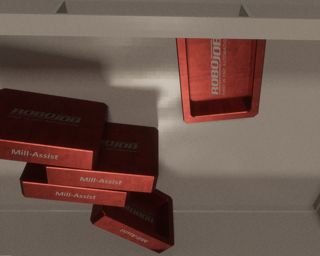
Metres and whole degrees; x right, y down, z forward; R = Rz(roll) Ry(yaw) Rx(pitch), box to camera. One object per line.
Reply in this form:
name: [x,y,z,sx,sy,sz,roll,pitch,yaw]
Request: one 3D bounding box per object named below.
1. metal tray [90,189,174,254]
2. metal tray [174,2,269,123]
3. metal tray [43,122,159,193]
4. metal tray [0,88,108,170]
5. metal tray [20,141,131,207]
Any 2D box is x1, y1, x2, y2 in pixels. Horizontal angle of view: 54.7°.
metal tray: [-0.037,0.123,0.470,0.130,0.090,0.030,34,122,-26]
metal tray: [0.067,-0.067,0.349,0.091,0.030,0.129,-6,130,4]
metal tray: [-0.069,0.032,0.392,0.131,0.090,0.030,6,130,-6]
metal tray: [-0.133,-0.001,0.363,0.131,0.090,0.030,8,130,-8]
metal tray: [-0.102,0.053,0.409,0.131,0.090,0.030,8,130,-7]
